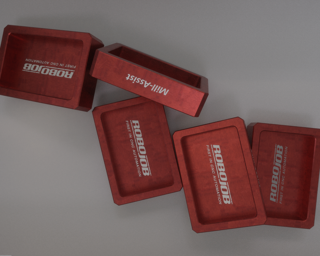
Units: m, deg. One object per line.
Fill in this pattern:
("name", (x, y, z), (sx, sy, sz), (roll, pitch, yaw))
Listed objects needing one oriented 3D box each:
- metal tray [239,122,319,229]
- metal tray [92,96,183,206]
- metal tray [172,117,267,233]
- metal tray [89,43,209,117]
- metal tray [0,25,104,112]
("metal tray", (0.158, 0.061, 0.409), (0.091, 0.030, 0.129), (6, 90, 0))
("metal tray", (-0.029, 0.027, 0.408), (0.091, 0.030, 0.129), (-14, 90, 0))
("metal tray", (0.074, 0.058, 0.390), (0.090, 0.030, 0.129), (-14, 84, 17))
("metal tray", (-0.007, -0.062, 0.376), (0.131, 0.090, 0.030), (22, 112, 0))
("metal tray", (-0.141, -0.075, 0.387), (0.130, 0.030, 0.089), (11, 90, 19))
